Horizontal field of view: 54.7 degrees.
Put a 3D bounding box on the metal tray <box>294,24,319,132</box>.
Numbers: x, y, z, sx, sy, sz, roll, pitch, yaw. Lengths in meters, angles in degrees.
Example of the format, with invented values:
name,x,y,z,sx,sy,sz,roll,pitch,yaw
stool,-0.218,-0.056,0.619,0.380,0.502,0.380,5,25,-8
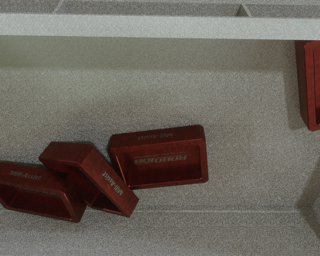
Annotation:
name,x,y,z,sx,sy,sz,roll,pitch,yaw
metal tray,0.210,-0.061,0.356,0.090,0.030,0.130,-15,129,12

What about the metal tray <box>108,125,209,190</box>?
name,x,y,z,sx,sy,sz,roll,pitch,yaw
metal tray,0.001,0.045,0.443,0.131,0.030,0.089,-7,130,5

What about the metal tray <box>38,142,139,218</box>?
name,x,y,z,sx,sy,sz,roll,pitch,yaw
metal tray,-0.099,0.074,0.441,0.090,0.030,0.130,0,137,37

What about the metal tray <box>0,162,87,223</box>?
name,x,y,z,sx,sy,sz,roll,pitch,yaw
metal tray,-0.183,0.096,0.459,0.131,0.030,0.089,7,137,11
